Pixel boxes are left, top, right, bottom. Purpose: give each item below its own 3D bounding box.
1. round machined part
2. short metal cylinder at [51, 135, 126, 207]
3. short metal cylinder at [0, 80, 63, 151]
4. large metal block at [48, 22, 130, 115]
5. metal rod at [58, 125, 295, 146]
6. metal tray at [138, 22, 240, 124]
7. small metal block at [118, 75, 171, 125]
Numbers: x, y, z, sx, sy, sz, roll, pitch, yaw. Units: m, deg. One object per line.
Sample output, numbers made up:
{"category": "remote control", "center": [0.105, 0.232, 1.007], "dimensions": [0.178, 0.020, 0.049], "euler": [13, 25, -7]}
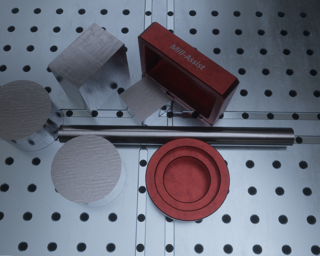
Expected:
{"category": "round machined part", "center": [0.032, 0.064, 0.379], "dimensions": [0.099, 0.042, 0.098], "euler": [0, 70, 0]}
{"category": "short metal cylinder", "center": [-0.084, 0.054, 0.377], "dimensions": [0.081, 0.050, 0.080], "euler": [0, 70, 0]}
{"category": "short metal cylinder", "center": [-0.173, -0.015, 0.402], "dimensions": [0.081, 0.050, 0.080], "euler": [0, 70, 0]}
{"category": "large metal block", "center": [-0.088, -0.075, 0.410], "dimensions": [0.050, 0.080, 0.080], "euler": [37, 74, 12]}
{"category": "metal rod", "center": [0.021, 0.010, 0.408], "dimensions": [0.302, 0.025, 0.025], "euler": [1, 70, 0]}
{"category": "metal tray", "center": [0.032, -0.068, 0.402], "dimensions": [0.130, 0.090, 0.030], "euler": [38, 75, 13]}
{"category": "small metal block", "center": [-0.020, -0.036, 0.425], "dimensions": [0.050, 0.025, 0.050], "euler": [-37, 74, -13]}
